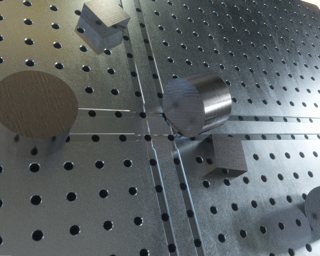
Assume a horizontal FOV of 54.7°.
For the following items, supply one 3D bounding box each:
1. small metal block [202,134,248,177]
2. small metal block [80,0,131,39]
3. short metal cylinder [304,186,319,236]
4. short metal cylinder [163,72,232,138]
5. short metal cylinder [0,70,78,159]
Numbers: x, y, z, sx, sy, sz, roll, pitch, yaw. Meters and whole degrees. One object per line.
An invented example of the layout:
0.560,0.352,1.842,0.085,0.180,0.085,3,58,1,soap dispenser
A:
0.090,0.039,0.433,0.050,0.025,0.050,10,58,-23,small metal block
-0.082,-0.168,0.467,0.050,0.025,0.050,46,51,4,small metal block
0.257,0.117,0.440,0.050,0.080,0.080,-5,64,-31,short metal cylinder
0.049,-0.032,0.419,0.050,0.080,0.080,-19,72,-35,short metal cylinder
-0.133,-0.014,0.329,0.081,0.050,0.080,14,56,-21,short metal cylinder
